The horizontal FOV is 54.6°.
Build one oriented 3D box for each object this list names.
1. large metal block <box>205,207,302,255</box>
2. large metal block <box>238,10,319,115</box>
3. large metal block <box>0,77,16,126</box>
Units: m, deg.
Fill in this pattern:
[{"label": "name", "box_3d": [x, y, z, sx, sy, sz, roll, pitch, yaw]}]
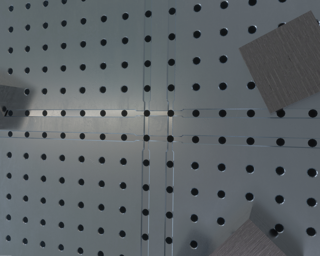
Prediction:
[{"label": "large metal block", "box_3d": [0.108, 0.155, 0.361, 0.080, 0.050, 0.080, 45, 104, 14]}, {"label": "large metal block", "box_3d": [0.145, -0.068, 0.348, 0.080, 0.050, 0.080, -26, 82, 18]}, {"label": "large metal block", "box_3d": [-0.296, -0.051, 0.505, 0.080, 0.050, 0.080, 30, 100, 17]}]
